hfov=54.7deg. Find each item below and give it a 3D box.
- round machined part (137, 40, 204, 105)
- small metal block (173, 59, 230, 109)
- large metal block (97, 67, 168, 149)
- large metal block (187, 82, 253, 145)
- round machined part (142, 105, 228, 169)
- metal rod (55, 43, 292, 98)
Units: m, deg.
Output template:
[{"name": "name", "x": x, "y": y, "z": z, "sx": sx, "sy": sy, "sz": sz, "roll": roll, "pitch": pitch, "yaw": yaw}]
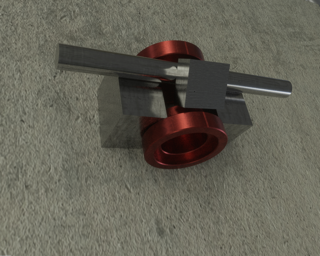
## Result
[{"name": "round machined part", "x": 0.013, "y": -0.065, "z": 0.405, "sx": 0.099, "sy": 0.097, "sz": 0.042, "roll": 4, "pitch": 61, "yaw": -27}, {"name": "small metal block", "x": 0.045, "y": -0.048, "z": 0.339, "sx": 0.050, "sy": 0.025, "sz": 0.050, "roll": 1, "pitch": 102, "yaw": -26}, {"name": "large metal block", "x": -0.037, "y": -0.028, "z": 0.367, "sx": 0.050, "sy": 0.080, "sz": 0.080, "roll": 4, "pitch": 60, "yaw": -26}, {"name": "large metal block", "x": 0.069, "y": -0.021, "z": 0.420, "sx": 0.050, "sy": 0.080, "sz": 0.080, "roll": 4, "pitch": 60, "yaw": -27}, {"name": "round machined part", "x": 0.027, "y": 0.008, "z": 0.367, "sx": 0.099, "sy": 0.097, "sz": 0.042, "roll": 4, "pitch": 55, "yaw": -26}, {"name": "metal rod", "x": 0.038, "y": -0.061, "z": 0.360, "sx": 0.302, "sy": 0.025, "sz": 0.025, "roll": 3, "pitch": 61, "yaw": -27}]
